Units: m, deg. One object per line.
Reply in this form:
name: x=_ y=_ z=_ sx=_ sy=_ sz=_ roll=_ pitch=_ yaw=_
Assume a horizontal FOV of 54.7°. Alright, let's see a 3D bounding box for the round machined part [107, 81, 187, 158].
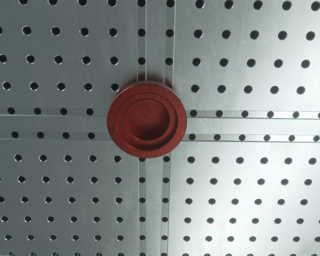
round machined part: x=-0.016 y=-0.014 z=0.399 sx=0.099 sy=0.042 sz=0.097 roll=0 pitch=110 yaw=-1
